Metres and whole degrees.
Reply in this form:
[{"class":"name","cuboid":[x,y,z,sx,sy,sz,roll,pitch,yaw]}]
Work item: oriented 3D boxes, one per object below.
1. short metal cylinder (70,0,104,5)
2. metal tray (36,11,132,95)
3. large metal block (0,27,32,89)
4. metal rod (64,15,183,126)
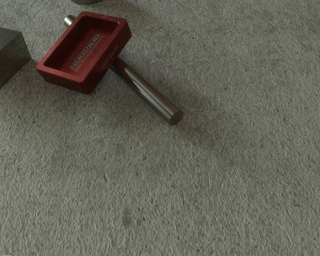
[{"class":"short metal cylinder","cuboid":[-0.151,-0.297,0.635,0.081,0.050,0.080,0,50,0]},{"class":"metal tray","cuboid":[-0.113,-0.119,0.474,0.090,0.030,0.130,19,65,22]},{"class":"large metal block","cuboid":[-0.265,-0.114,0.481,0.080,0.050,0.080,16,52,12]},{"class":"metal rod","cuboid":[-0.071,-0.104,0.489,0.025,0.025,0.300,-31,57,-23]}]
